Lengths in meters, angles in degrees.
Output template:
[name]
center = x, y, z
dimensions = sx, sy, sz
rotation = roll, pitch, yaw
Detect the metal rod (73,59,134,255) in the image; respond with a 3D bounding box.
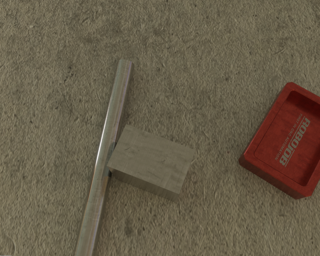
[metal rod]
center = -0.071, 0.048, 0.389
dimensions = 0.025, 0.025, 0.299
rotation = 8, 70, 2

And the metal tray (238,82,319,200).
[metal tray]
center = 0.174, 0.014, 0.402
dimensions = 0.090, 0.030, 0.130
rotation = 33, 73, 11

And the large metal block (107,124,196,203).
[large metal block]
center = -0.009, 0.045, 0.363
dimensions = 0.080, 0.080, 0.050
rotation = 20, 71, 7
